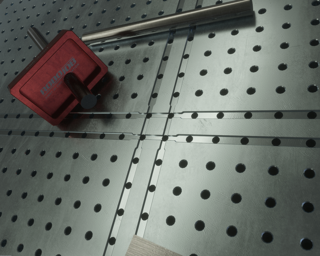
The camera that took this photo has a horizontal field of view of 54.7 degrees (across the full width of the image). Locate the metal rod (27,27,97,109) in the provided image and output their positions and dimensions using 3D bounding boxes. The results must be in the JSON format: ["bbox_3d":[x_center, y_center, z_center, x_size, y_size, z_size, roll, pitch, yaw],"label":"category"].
[{"bbox_3d":[-0.186,-0.119,0.554,0.025,0.025,0.300,-43,50,-2],"label":"metal rod"}]

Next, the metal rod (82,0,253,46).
[{"bbox_3d":[-0.003,-0.171,0.512,0.301,0.025,0.025,-2,61,26],"label":"metal rod"}]

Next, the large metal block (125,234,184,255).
[{"bbox_3d":[0.002,0.158,0.293,0.080,0.050,0.080,11,67,32],"label":"large metal block"}]

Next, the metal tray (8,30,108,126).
[{"bbox_3d":[-0.159,-0.079,0.492,0.130,0.090,0.030,-49,36,-7],"label":"metal tray"}]
